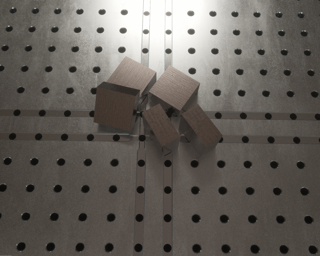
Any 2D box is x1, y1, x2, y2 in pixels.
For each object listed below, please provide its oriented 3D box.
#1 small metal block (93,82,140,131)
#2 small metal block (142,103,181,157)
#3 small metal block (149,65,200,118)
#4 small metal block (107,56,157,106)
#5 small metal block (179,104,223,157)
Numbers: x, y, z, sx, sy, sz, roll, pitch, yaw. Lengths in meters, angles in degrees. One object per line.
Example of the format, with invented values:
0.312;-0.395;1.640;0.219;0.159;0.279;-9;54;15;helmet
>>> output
-0.057;-0.029;0.407;0.050;0.050;0.025;14;26;4;small metal block
0.001;0.004;0.397;0.025;0.050;0.050;-28;73;-10;small metal block
0.020;-0.051;0.431;0.050;0.025;0.050;33;73;11;small metal block
-0.039;-0.065;0.435;0.050;0.025;0.050;29;72;10;small metal block
0.051;0.004;0.398;0.025;0.050;0.050;-32;74;-11;small metal block
